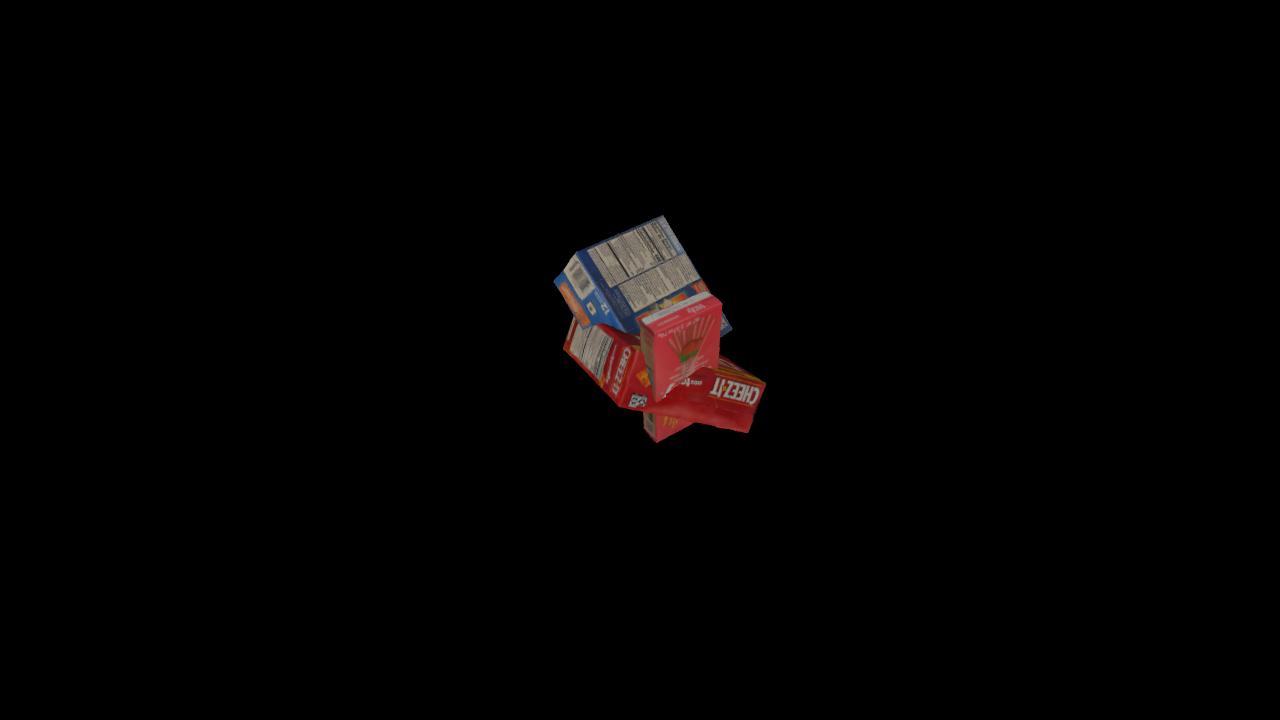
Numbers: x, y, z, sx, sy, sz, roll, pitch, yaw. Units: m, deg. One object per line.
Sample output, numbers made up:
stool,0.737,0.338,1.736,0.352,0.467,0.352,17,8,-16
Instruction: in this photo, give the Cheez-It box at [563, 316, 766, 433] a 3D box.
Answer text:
Cheez-It box,0.019,0.004,0.732,0.166,0.071,0.223,13,12,-25

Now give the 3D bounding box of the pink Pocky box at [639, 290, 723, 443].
pink Pocky box,0.042,0.010,0.635,0.084,0.155,0.029,-24,45,-24

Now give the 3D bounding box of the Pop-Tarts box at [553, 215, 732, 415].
Pop-Tarts box,0.004,-0.066,0.745,0.141,0.167,0.083,-31,-1,-33
